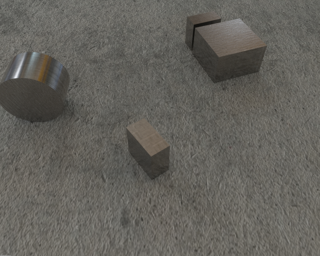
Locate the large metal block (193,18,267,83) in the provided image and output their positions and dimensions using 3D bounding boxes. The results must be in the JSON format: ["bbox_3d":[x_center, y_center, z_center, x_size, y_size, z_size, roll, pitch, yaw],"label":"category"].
[{"bbox_3d":[0.107,-0.124,0.493,0.081,0.050,0.080,-16,52,-14],"label":"large metal block"}]

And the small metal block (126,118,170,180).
[{"bbox_3d":[-0.014,0.025,0.366,0.025,0.050,0.050,-29,56,-22],"label":"small metal block"}]

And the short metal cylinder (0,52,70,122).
[{"bbox_3d":[-0.165,-0.053,0.410,0.081,0.080,0.050,-1,50,-1],"label":"short metal cylinder"}]

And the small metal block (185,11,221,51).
[{"bbox_3d":[0.072,-0.165,0.527,0.050,0.050,0.025,-17,53,-14],"label":"small metal block"}]
